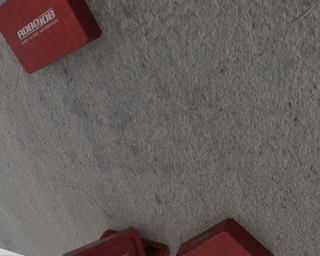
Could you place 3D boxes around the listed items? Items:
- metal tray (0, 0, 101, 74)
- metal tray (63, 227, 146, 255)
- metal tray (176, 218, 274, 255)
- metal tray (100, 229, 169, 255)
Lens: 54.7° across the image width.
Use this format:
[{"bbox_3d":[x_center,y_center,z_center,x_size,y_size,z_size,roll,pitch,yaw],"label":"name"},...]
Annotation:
[{"bbox_3d":[-0.149,-0.133,0.400,0.130,0.030,0.090,-15,111,34],"label":"metal tray"},{"bbox_3d":[-0.088,0.234,0.519,0.030,0.131,0.090,158,95,-71],"label":"metal tray"},{"bbox_3d":[0.095,0.201,0.478,0.090,0.030,0.129,42,129,-1],"label":"metal tray"},{"bbox_3d":[-0.060,0.234,0.540,0.130,0.090,0.030,6,123,25],"label":"metal tray"}]
